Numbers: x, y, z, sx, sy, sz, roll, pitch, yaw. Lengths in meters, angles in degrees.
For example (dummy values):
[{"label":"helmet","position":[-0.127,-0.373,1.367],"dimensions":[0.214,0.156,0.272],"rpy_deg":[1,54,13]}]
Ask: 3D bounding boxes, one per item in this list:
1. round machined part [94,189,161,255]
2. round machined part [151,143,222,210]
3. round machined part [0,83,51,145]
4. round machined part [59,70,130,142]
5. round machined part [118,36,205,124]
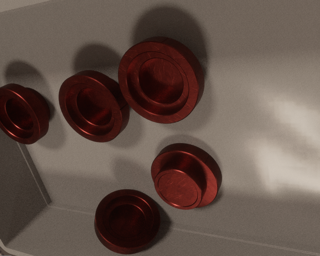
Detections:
[{"label":"round machined part","position":[-0.051,0.148,0.479],"dimensions":[0.098,0.098,0.042],"rpy_deg":[27,134,11]},{"label":"round machined part","position":[0.031,0.073,0.425],"dimensions":[0.098,0.042,0.097],"rpy_deg":[13,124,20]},{"label":"round machined part","position":[-0.216,-0.026,0.493],"dimensions":[0.098,0.042,0.097],"rpy_deg":[13,124,20]},{"label":"round machined part","position":[-0.084,-0.032,0.420],"dimensions":[0.098,0.042,0.097],"rpy_deg":[13,124,20]},{"label":"round machined part","position":[0.005,-0.057,0.359],"dimensions":[0.098,0.042,0.097],"rpy_deg":[13,124,20]}]
